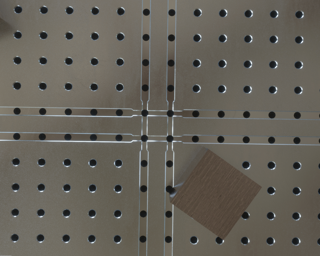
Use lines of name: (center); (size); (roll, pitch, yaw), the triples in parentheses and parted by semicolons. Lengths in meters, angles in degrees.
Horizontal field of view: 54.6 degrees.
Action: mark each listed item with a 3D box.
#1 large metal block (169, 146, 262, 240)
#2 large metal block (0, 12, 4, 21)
large metal block: (0.068, 0.081, 0.401); (0.080, 0.050, 0.080); (36, 90, 0)
large metal block: (-0.266, -0.168, 0.399); (0.080, 0.050, 0.080); (-23, 90, 0)
